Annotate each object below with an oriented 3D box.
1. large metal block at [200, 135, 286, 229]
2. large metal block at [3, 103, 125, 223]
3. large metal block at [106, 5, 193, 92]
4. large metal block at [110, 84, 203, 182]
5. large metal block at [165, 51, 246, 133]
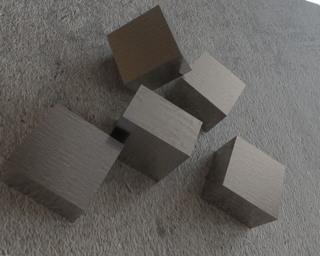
[{"bbox_3d":[0.109,0.070,0.403,0.080,0.050,0.080,33,51,-7],"label":"large metal block"},{"bbox_3d":[-0.096,0.036,0.314,0.080,0.050,0.080,33,51,-7],"label":"large metal block"},{"bbox_3d":[-0.014,-0.100,0.414,0.050,0.080,0.080,32,34,-65],"label":"large metal block"},{"bbox_3d":[-0.011,0.010,0.356,0.080,0.080,0.050,31,52,-8],"label":"large metal block"},{"bbox_3d":[0.068,-0.054,0.458,0.080,0.050,0.080,40,51,-1],"label":"large metal block"}]
